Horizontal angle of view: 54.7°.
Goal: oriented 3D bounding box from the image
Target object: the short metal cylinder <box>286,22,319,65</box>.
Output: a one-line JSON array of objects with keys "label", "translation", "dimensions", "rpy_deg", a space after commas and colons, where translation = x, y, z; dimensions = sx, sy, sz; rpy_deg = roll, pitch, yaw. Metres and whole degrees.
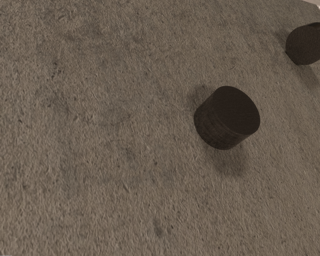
[{"label": "short metal cylinder", "translation": [0.314, -0.177, 0.650], "dimensions": [0.050, 0.080, 0.080], "rpy_deg": [-26, 76, -37]}]

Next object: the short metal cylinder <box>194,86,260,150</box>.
[{"label": "short metal cylinder", "translation": [0.097, -0.014, 0.451], "dimensions": [0.081, 0.050, 0.080], "rpy_deg": [14, 56, -21]}]
